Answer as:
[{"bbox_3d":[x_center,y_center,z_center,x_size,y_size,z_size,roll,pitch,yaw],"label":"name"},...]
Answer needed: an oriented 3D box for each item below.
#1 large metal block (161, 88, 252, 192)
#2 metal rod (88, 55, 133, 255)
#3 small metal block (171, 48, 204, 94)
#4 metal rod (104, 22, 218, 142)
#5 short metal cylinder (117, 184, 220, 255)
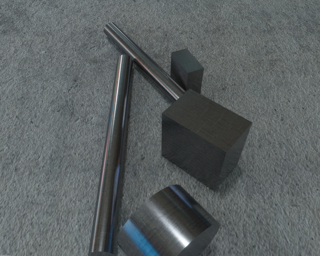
[{"bbox_3d":[0.049,0.014,0.356,0.080,0.080,0.050,33,57,24],"label":"large metal block"},{"bbox_3d":[-0.056,0.008,0.395,0.025,0.025,0.300,0,50,0],"label":"metal rod"},{"bbox_3d":[0.038,-0.080,0.454,0.025,0.050,0.050,-20,53,-16],"label":"small metal block"},{"bbox_3d":[-0.004,-0.080,0.470,0.025,0.025,0.300,-27,55,-21],"label":"metal rod"},{"bbox_3d":[0.009,0.099,0.284,0.080,0.080,0.050,-34,58,-25],"label":"short metal cylinder"}]
